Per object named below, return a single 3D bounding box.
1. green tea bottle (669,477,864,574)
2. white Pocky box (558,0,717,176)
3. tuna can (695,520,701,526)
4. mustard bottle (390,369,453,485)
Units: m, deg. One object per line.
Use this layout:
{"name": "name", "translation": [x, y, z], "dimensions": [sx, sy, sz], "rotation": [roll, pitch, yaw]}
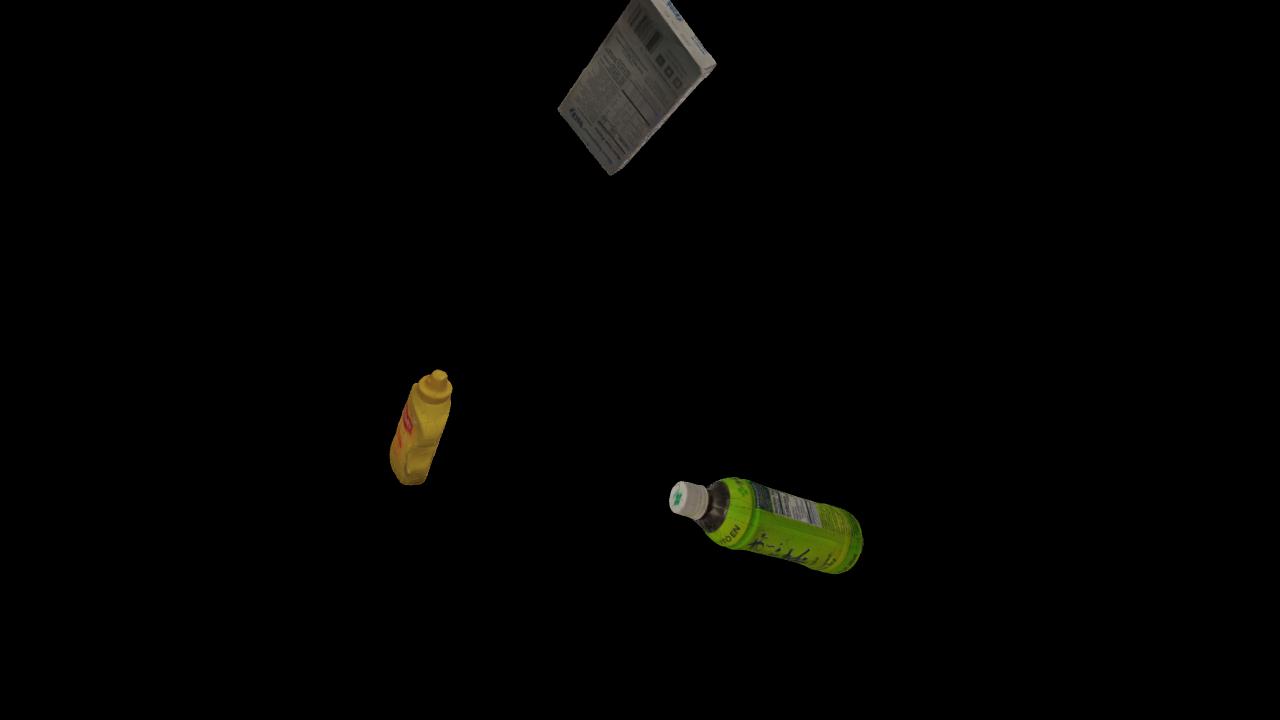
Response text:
{"name": "green tea bottle", "translation": [0.124, 0.159, 0.611], "dimensions": [0.212, 0.073, 0.073], "rotation": [23, -9, -24]}
{"name": "white Pocky box", "translation": [-0.009, -0.239, 0.544], "dimensions": [0.028, 0.084, 0.154], "rotation": [-44, 9, -36]}
{"name": "tuna can", "translation": [0.117, 0.260, 1.025], "dimensions": [0.084, 0.034, 0.084], "rotation": [35, 2, -1]}
{"name": "mustard bottle", "translation": [-0.288, 0.080, 0.819], "dimensions": [0.054, 0.092, 0.184], "rotation": [9, -48, -29]}
